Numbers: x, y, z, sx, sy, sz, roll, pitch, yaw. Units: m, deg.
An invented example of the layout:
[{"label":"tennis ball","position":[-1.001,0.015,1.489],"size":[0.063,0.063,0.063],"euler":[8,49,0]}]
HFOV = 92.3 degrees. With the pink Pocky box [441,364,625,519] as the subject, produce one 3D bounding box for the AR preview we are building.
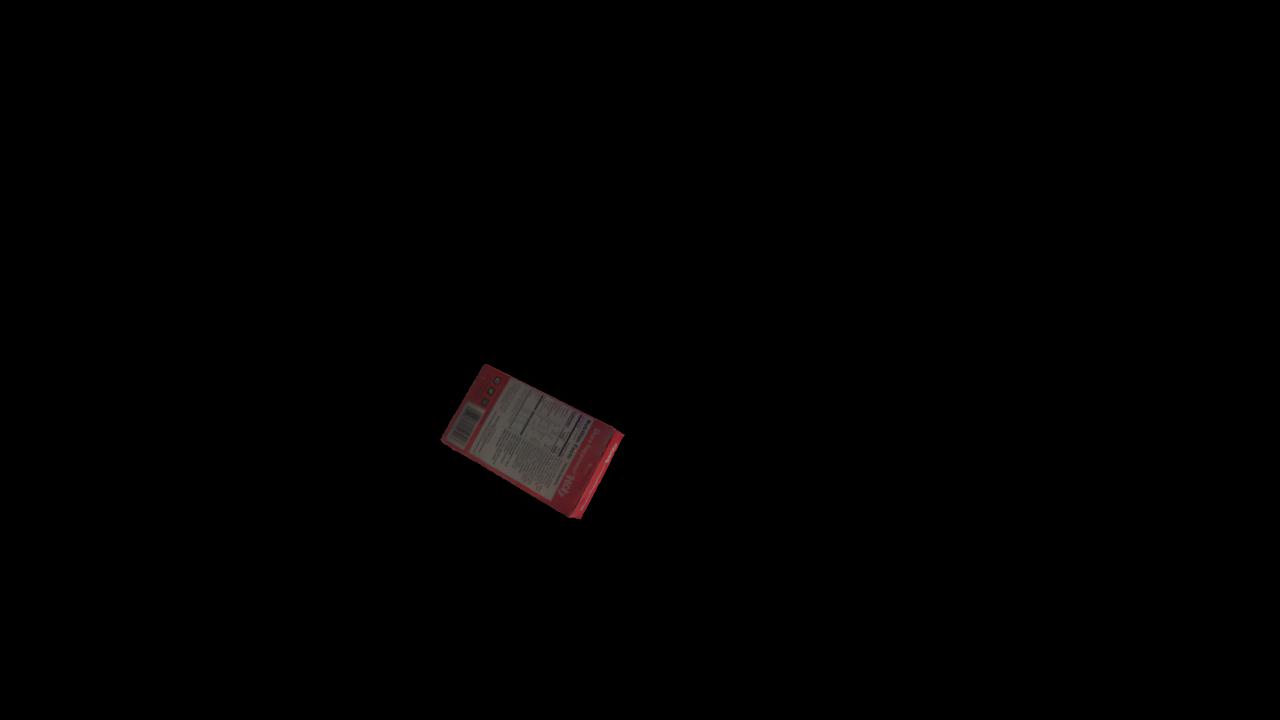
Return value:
[{"label":"pink Pocky box","position":[-0.098,0.070,0.553],"size":[0.155,0.084,0.029],"euler":[23,-10,25]}]
